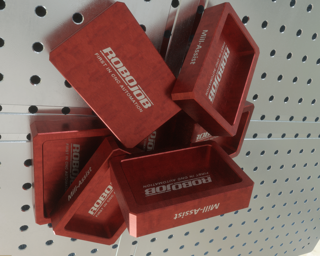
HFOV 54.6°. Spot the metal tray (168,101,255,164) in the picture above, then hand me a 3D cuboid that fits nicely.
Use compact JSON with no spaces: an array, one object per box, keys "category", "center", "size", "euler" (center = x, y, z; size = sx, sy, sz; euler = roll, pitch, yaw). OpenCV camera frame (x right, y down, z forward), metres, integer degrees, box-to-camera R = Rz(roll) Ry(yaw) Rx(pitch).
[{"category":"metal tray","center":[0.072,0.011,0.430],"size":[0.131,0.030,0.089],"euler":[-16,127,-40]}]

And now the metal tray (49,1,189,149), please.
[{"category":"metal tray","center":[-0.039,-0.053,0.331],"size":[0.090,0.030,0.130],"euler":[-39,114,-2]}]

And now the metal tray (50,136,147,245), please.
[{"category":"metal tray","center":[-0.062,0.082,0.385],"size":[0.090,0.030,0.130],"euler":[30,102,-38]}]

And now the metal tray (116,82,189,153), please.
[{"category":"metal tray","center":[-0.011,0.007,0.405],"size":[0.091,0.030,0.129],"euler":[-6,119,-28]}]

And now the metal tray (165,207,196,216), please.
[{"category":"metal tray","center":[0.040,0.098,0.447],"size":[0.090,0.030,0.130],"euler":[-26,161,-12]}]

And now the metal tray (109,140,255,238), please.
[{"category":"metal tray","center":[0.020,0.057,0.331],"size":[0.131,0.090,0.030],"euler":[-9,122,-19]}]

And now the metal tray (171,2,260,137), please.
[{"category":"metal tray","center":[0.070,-0.066,0.361],"size":[0.090,0.030,0.130],"euler":[38,64,-38]}]

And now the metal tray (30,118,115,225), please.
[{"category":"metal tray","center":[-0.108,0.053,0.382],"size":[0.091,0.030,0.129],"euler":[-5,120,-27]}]
